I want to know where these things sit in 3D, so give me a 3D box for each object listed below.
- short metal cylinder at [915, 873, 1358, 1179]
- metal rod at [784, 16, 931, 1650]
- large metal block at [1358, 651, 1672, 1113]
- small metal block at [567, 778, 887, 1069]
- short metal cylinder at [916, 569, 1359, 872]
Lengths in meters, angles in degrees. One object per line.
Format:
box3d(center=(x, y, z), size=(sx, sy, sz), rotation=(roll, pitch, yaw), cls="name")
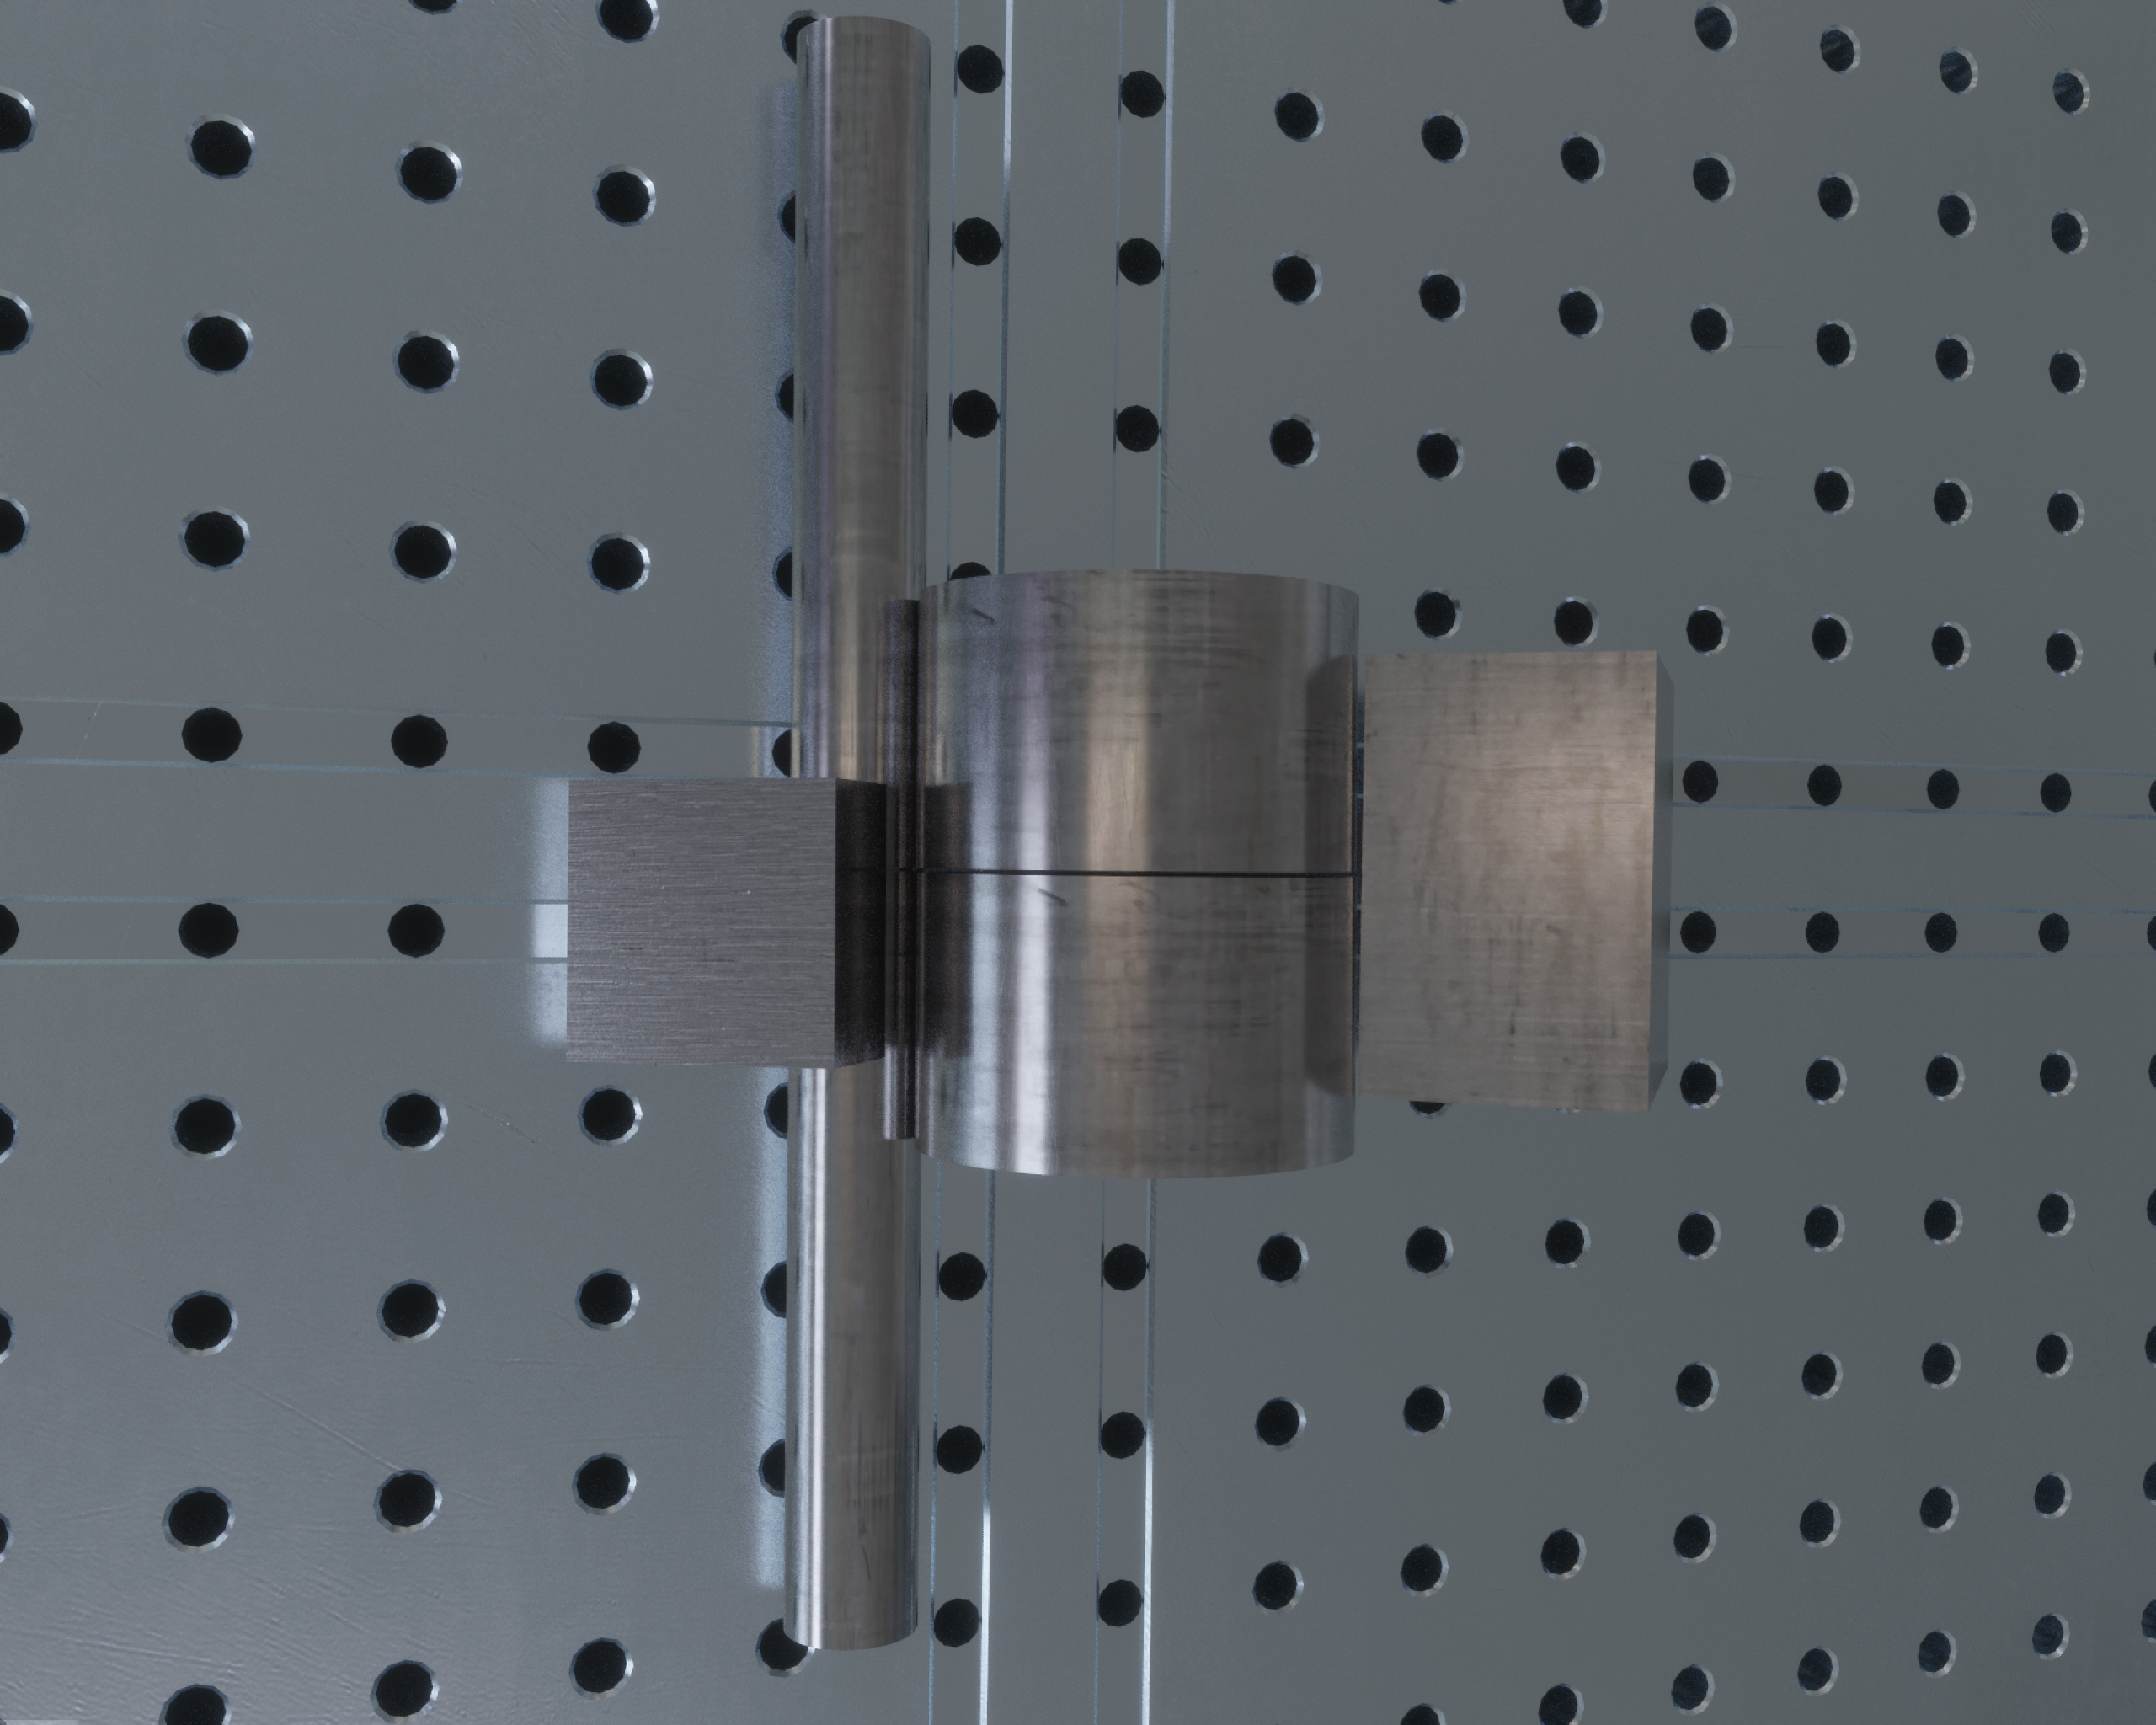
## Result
box3d(center=(0.011, 0.027, 0.383), size=(0.081, 0.080, 0.050), rotation=(1, 90, -20), cls="short metal cylinder")
box3d(center=(-0.041, -0.005, 0.393), size=(0.025, 0.025, 0.298), rotation=(0, 90, -20), cls="metal rod")
box3d(center=(0.087, 0.003, 0.404), size=(0.050, 0.080, 0.079), rotation=(1, 90, 18), cls="large metal block")
box3d(center=(-0.062, 0.010, 0.374), size=(0.050, 0.025, 0.050), rotation=(0, 89, 14), cls="small metal block")
box3d(center=(0.011, -0.024, 0.383), size=(0.081, 0.080, 0.050), rotation=(1, 90, -20), cls="short metal cylinder")
